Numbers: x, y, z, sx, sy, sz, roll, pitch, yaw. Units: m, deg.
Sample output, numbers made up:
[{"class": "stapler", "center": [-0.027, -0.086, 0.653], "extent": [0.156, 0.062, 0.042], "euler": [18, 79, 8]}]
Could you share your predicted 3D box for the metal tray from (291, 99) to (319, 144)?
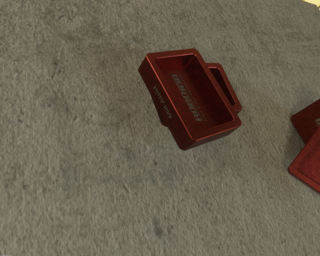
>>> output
[{"class": "metal tray", "center": [0.290, 0.015, 0.511], "extent": [0.030, 0.090, 0.130], "euler": [-9, 66, -39]}]

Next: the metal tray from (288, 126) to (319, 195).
[{"class": "metal tray", "center": [0.264, 0.038, 0.455], "extent": [0.090, 0.030, 0.130], "euler": [37, 92, 22]}]

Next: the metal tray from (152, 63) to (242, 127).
[{"class": "metal tray", "center": [0.051, -0.053, 0.462], "extent": [0.131, 0.030, 0.090], "euler": [-7, 65, -31]}]

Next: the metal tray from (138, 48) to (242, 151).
[{"class": "metal tray", "center": [0.039, -0.043, 0.409], "extent": [0.091, 0.030, 0.130], "euler": [-16, 70, -35]}]
